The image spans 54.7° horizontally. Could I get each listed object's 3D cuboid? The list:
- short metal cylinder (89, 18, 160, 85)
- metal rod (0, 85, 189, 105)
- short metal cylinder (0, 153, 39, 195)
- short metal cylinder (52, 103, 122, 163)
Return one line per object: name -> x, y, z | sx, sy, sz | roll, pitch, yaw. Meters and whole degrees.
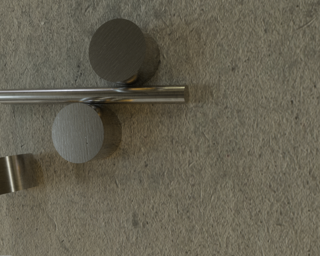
short metal cylinder -> -0.046, -0.098, 0.412 | 0.080, 0.050, 0.079 | 0, 90, 20
metal rod -> -0.108, -0.047, 0.446 | 0.301, 0.025, 0.025 | 1, 91, 19
short metal cylinder -> -0.227, 0.070, 0.460 | 0.080, 0.080, 0.050 | -13, 86, 19
short metal cylinder -> -0.101, 0.007, 0.431 | 0.080, 0.050, 0.079 | 0, 90, 20
